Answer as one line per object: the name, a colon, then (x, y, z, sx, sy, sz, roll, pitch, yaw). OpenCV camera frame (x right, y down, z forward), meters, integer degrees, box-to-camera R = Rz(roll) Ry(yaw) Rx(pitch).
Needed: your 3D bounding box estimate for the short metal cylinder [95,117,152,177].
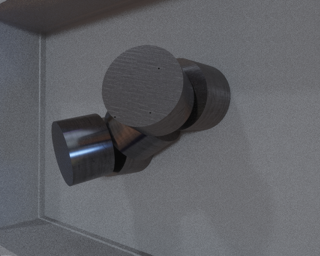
short metal cylinder: (-0.055, 0.025, 0.432, 0.080, 0.050, 0.079, 0, 90, 39)

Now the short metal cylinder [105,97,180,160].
short metal cylinder: (-0.021, -0.007, 0.384, 0.050, 0.081, 0.080, -36, 68, 34)

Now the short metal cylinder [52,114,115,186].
short metal cylinder: (-0.096, 0.026, 0.381, 0.080, 0.050, 0.079, 31, 128, 51)

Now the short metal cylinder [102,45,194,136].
short metal cylinder: (-0.010, -0.035, 0.310, 0.080, 0.050, 0.080, -4, 77, 17)

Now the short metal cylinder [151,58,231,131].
short metal cylinder: (0.034, -0.037, 0.359, 0.080, 0.050, 0.079, 0, 90, 39)
